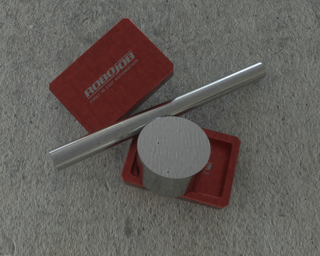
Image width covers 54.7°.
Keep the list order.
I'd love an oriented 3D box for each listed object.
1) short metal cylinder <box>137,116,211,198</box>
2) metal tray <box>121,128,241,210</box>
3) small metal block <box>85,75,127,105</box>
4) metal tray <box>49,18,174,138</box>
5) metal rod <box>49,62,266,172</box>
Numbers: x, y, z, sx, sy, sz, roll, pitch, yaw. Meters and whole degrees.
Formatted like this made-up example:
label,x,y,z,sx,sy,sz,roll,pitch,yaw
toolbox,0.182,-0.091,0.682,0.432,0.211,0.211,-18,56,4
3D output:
label,x,y,z,sx,sy,sz,roll,pitch,yaw
short metal cylinder,0.013,0.033,0.358,0.081,0.050,0.080,3,54,-4
metal tray,0.027,0.041,0.390,0.131,0.030,0.090,15,71,5
small metal block,-0.066,-0.044,0.410,0.050,0.050,0.025,9,70,3
metal tray,-0.058,-0.060,0.387,0.130,0.030,0.090,-43,85,-2
metal rod,0.014,-0.023,0.386,0.302,0.025,0.025,-25,72,-21
